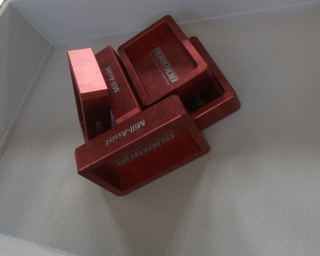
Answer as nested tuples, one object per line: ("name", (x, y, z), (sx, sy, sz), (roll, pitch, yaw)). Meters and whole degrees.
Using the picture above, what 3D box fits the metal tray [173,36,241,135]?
("metal tray", (0.037, -0.057, 0.416), (0.090, 0.030, 0.130), (-31, 51, 10))

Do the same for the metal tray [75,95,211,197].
("metal tray", (-0.017, 0.026, 0.354), (0.130, 0.090, 0.030), (-29, 52, 10))

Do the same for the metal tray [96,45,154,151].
("metal tray", (-0.038, -0.037, 0.402), (0.030, 0.090, 0.130), (-32, 52, 7))

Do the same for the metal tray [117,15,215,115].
("metal tray", (0.003, -0.085, 0.411), (0.090, 0.030, 0.130), (-32, 51, 7))

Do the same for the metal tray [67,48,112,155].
("metal tray", (-0.087, -0.023, 0.396), (0.030, 0.129, 0.090), (-13, 50, -17))
